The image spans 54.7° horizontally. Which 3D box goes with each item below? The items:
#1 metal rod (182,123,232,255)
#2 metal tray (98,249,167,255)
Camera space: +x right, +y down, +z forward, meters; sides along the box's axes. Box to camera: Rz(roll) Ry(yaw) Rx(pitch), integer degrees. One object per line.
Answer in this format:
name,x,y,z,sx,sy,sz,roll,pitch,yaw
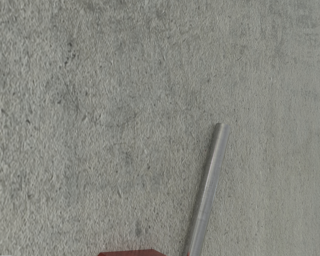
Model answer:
metal rod,0.059,0.136,0.457,0.025,0.025,0.299,27,73,-37
metal tray,-0.041,0.217,0.370,0.091,0.030,0.129,15,80,-39
